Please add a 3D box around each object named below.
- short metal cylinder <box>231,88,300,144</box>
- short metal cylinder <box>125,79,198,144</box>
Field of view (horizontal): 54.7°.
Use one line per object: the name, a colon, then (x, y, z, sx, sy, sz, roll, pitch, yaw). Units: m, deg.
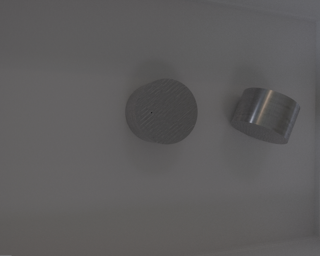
short metal cylinder: (0.147, -0.016, 0.435, 0.080, 0.080, 0.050, 26, 82, -18)
short metal cylinder: (0.001, -0.020, 0.397, 0.081, 0.050, 0.080, 0, 90, -20)
